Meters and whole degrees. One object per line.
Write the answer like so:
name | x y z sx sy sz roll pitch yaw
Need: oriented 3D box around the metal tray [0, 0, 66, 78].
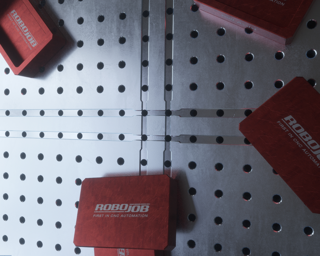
metal tray | -0.218 -0.155 0.484 0.090 0.030 0.130 -40 78 15

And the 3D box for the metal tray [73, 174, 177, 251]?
metal tray | -0.045 0.111 0.407 0.130 0.030 0.090 -6 66 19

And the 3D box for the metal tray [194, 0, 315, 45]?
metal tray | 0.116 -0.167 0.368 0.130 0.030 0.090 30 100 17

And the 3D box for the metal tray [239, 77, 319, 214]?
metal tray | 0.166 0.018 0.351 0.090 0.030 0.130 -42 77 14

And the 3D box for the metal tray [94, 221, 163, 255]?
metal tray | -0.041 0.195 0.423 0.090 0.030 0.129 -5 88 19
